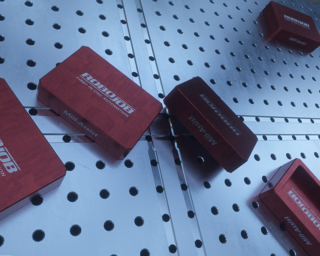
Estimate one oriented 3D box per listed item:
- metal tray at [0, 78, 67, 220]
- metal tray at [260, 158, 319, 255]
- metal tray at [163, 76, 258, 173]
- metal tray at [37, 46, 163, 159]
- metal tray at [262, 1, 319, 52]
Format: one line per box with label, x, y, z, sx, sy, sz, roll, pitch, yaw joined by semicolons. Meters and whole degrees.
metal tray;-0.166;0.019;0.304;0.091;0.030;0.130;-31;79;-38
metal tray;0.216;0.119;0.447;0.091;0.030;0.130;-35;81;-38
metal tray;0.074;-0.010;0.431;0.130;0.030;0.090;48;31;5
metal tray;-0.071;-0.034;0.387;0.130;0.030;0.090;38;51;-3
metal tray;0.302;-0.231;0.707;0.131;0.030;0.090;9;58;-23
